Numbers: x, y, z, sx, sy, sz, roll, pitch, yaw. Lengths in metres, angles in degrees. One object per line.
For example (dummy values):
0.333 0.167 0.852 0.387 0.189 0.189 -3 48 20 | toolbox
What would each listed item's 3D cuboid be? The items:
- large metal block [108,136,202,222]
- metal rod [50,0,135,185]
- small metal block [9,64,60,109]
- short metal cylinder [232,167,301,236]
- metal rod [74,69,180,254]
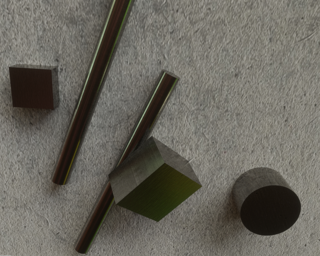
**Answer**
-0.006 0.069 0.405 0.080 0.050 0.080 -42 131 13 | large metal block
-0.083 -0.056 0.388 0.025 0.025 0.298 22 109 -8 | metal rod
-0.156 -0.052 0.389 0.050 0.025 0.050 3 110 -2 | small metal block
0.147 0.102 0.436 0.081 0.050 0.079 0 110 0 | short metal cylinder
-0.053 0.058 0.430 0.025 0.025 0.298 25 108 -9 | metal rod
